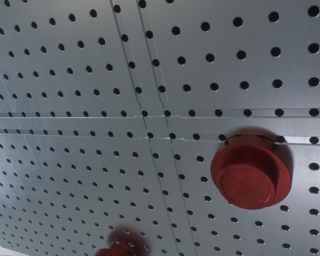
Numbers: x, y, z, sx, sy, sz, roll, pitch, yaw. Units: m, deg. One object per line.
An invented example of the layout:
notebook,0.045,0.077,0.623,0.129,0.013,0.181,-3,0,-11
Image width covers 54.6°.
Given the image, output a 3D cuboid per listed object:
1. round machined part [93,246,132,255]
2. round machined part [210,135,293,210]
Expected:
round machined part,-0.087,0.275,0.617,0.098,0.042,0.097,13,124,21
round machined part,0.109,0.061,0.381,0.098,0.042,0.097,13,124,21
